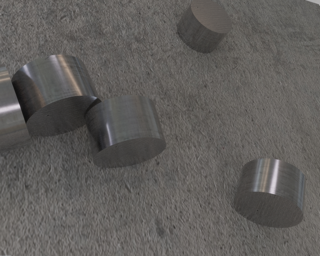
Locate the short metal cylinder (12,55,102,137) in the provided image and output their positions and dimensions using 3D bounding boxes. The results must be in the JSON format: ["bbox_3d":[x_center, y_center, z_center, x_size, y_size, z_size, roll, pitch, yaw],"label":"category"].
[{"bbox_3d":[-0.109,-0.032,0.330,0.081,0.080,0.050,-15,70,-34],"label":"short metal cylinder"}]

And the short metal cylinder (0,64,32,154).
[{"bbox_3d":[-0.158,-0.015,0.287,0.050,0.080,0.080,-19,72,-24],"label":"short metal cylinder"}]

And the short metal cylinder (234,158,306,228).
[{"bbox_3d":[0.139,0.083,0.392,0.080,0.080,0.050,32,52,-8],"label":"short metal cylinder"}]

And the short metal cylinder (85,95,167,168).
[{"bbox_3d":[-0.038,0.006,0.344,0.081,0.080,0.050,-2,63,-29],"label":"short metal cylinder"}]

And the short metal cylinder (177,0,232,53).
[{"bbox_3d":[0.076,-0.177,0.537,0.081,0.050,0.080,14,56,-21],"label":"short metal cylinder"}]
